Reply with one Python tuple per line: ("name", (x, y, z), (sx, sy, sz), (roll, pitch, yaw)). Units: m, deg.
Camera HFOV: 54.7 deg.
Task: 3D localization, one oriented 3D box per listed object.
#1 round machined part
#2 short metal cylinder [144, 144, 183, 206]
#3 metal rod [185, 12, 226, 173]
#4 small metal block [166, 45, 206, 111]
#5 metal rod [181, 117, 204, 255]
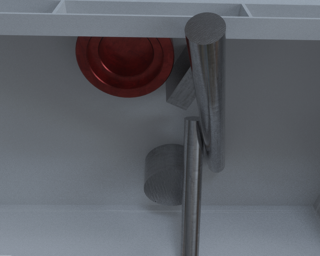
("round machined part", (-0.035, -0.083, 0.326), (0.099, 0.042, 0.097), (-1, 130, 0))
("short metal cylinder", (0.018, 0.069, 0.452), (0.081, 0.050, 0.079), (0, 130, 0))
("metal rod", (0.056, -0.003, 0.324), (0.025, 0.025, 0.300), (-10, 156, 8))
("small metal block", (0.030, -0.057, 0.345), (0.025, 0.050, 0.050), (22, 127, -18))
("metal rod", (0.041, 0.132, 0.417), (0.025, 0.025, 0.298), (0, 105, -1))
